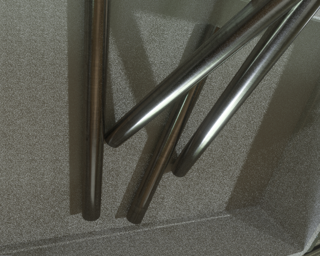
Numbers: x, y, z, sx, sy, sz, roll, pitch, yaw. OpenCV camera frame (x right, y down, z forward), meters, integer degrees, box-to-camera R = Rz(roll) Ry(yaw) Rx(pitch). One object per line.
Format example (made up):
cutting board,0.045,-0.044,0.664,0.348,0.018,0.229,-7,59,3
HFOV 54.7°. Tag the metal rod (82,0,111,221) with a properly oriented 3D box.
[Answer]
metal rod,-0.076,-0.009,0.360,0.025,0.025,0.298,-6,121,-25

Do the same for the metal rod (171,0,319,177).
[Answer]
metal rod,0.074,-0.023,0.353,0.025,0.025,0.298,-6,147,-26

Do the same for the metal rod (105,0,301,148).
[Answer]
metal rod,0.033,-0.056,0.294,0.025,0.025,0.299,18,141,-35

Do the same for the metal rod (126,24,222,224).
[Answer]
metal rod,0.016,0.009,0.422,0.025,0.025,0.298,10,113,-33
